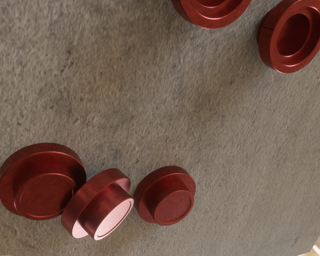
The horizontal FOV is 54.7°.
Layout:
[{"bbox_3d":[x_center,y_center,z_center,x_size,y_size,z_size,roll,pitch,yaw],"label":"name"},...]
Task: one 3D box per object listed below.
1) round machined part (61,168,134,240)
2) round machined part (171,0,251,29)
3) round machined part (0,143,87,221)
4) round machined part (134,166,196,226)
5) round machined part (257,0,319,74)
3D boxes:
[{"bbox_3d":[-0.071,0.102,0.393,0.098,0.042,0.098,-43,157,-23],"label":"round machined part"},{"bbox_3d":[0.052,-0.159,0.327,0.099,0.042,0.097,-14,125,-21],"label":"round machined part"},{"bbox_3d":[-0.136,0.070,0.366,0.099,0.042,0.097,-14,124,-21],"label":"round machined part"},{"bbox_3d":[0.013,0.110,0.473,0.099,0.042,0.097,-14,125,-21],"label":"round machined part"},{"bbox_3d":[0.170,-0.126,0.413,0.099,0.042,0.097,-14,125,-21],"label":"round machined part"}]
